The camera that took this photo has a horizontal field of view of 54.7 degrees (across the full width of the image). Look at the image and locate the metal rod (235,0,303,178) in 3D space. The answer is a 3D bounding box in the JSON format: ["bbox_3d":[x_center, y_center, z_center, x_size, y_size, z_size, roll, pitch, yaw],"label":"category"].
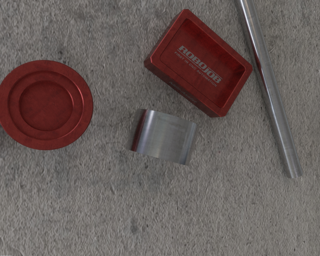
[{"bbox_3d":[0.165,-0.066,0.470,0.025,0.025,0.298,-21,97,-19],"label":"metal rod"}]

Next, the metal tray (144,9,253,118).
[{"bbox_3d":[0.055,-0.085,0.426,0.130,0.030,0.090,36,78,-17],"label":"metal tray"}]

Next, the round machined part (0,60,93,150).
[{"bbox_3d":[-0.129,-0.025,0.353,0.099,0.042,0.097,0,90,-20],"label":"round machined part"}]

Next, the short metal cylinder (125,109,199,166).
[{"bbox_3d":[0.003,0.012,0.381,0.081,0.080,0.050,17,84,-19],"label":"short metal cylinder"}]
